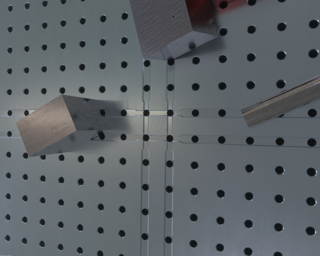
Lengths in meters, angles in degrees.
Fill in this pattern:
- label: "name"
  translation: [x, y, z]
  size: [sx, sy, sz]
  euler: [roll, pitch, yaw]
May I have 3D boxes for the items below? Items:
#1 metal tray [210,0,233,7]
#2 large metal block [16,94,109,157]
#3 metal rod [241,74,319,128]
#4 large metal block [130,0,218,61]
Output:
- label: "metal tray"
  translation: [0.088, -0.228, 0.378]
  size: [0.090, 0.030, 0.129]
  euler: [-15, 85, 19]
- label: "large metal block"
  translation: [-0.132, -0.002, 0.430]
  size: [0.080, 0.080, 0.050]
  euler: [-27, 81, 18]
- label: "metal rod"
  translation: [0.233, -0.072, 0.330]
  size: [0.300, 0.025, 0.025]
  euler: [-25, 82, 18]
- label: "large metal block"
  translation: [0.015, -0.136, 0.379]
  size: [0.080, 0.050, 0.080]
  euler: [-18, 84, 43]
